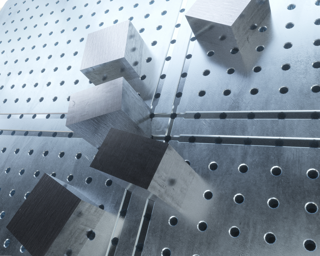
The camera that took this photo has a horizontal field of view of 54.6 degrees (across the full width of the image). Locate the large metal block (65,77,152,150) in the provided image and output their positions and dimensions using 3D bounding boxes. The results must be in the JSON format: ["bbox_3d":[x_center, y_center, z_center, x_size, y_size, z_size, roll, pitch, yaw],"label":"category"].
[{"bbox_3d":[-0.065,-0.015,0.417,0.080,0.080,0.050,-15,56,20],"label":"large metal block"}]

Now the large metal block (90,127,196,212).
[{"bbox_3d":[-0.017,0.048,0.354,0.080,0.080,0.050,14,69,34],"label":"large metal block"}]

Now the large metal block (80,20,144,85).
[{"bbox_3d":[-0.076,-0.119,0.507,0.080,0.050,0.080,-11,57,22],"label":"large metal block"}]

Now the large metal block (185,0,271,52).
[{"bbox_3d":[0.097,-0.165,0.443,0.080,0.050,0.080,30,78,38],"label":"large metal block"}]

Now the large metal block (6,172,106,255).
[{"bbox_3d":[-0.131,0.115,0.392,0.080,0.050,0.080,23,74,36],"label":"large metal block"}]
